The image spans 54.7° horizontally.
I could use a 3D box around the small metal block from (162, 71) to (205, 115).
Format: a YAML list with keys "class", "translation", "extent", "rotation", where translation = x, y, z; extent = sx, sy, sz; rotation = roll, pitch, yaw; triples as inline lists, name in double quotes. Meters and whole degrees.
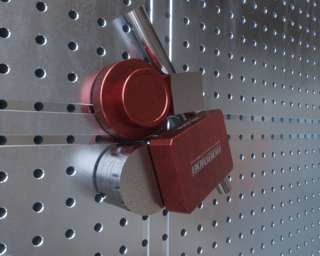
- class: "small metal block"
  translation: [0.028, -0.046, 0.398]
  extent: [0.050, 0.025, 0.050]
  rotation: [-12, 101, -34]

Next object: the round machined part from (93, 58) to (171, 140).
- class: "round machined part"
  translation: [-0.026, -0.035, 0.370]
  extent: [0.099, 0.042, 0.097]
  rotation: [0, 90, -39]

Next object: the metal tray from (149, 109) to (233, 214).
- class: "metal tray"
  translation: [0.046, 0.036, 0.390]
  extent: [0.131, 0.030, 0.089]
  rotation: [-28, 109, -50]

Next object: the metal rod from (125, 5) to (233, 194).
- class: "metal rod"
  translation: [0.036, -0.024, 0.435]
  extent: [0.025, 0.025, 0.299]
  rotation: [-44, 117, -31]

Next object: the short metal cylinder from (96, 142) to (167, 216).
- class: "short metal cylinder"
  translation: [-0.027, 0.058, 0.365]
  extent: [0.081, 0.050, 0.079]
  rotation: [0, 90, -40]
